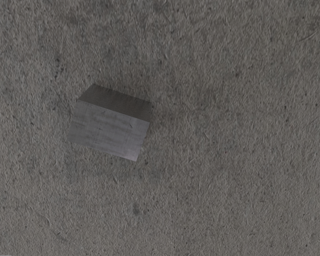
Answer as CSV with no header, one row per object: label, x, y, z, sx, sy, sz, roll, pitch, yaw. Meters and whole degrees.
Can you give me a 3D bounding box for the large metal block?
large metal block,-0.057,-0.010,0.376,0.080,0.080,0.050,18,109,-7
